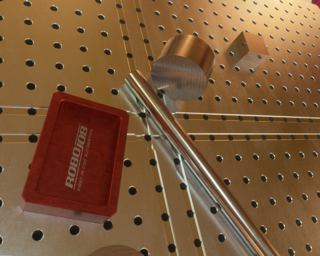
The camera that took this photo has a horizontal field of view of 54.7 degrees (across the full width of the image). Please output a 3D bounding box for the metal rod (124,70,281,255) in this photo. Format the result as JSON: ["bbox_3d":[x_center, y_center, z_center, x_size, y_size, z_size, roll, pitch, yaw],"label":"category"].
[{"bbox_3d":[0.050,0.046,0.406,0.025,0.025,0.299,-29,78,-38],"label":"metal rod"}]

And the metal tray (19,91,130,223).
[{"bbox_3d":[-0.087,0.030,0.339,0.091,0.030,0.130,16,55,-19],"label":"metal tray"}]

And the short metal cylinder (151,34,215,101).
[{"bbox_3d":[0.034,-0.085,0.443,0.080,0.080,0.050,31,52,-9],"label":"short metal cylinder"}]

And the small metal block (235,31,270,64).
[{"bbox_3d":[0.178,-0.155,0.598,0.050,0.025,0.050,6,59,-25],"label":"small metal block"}]

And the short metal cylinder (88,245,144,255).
[{"bbox_3d":[-0.046,0.150,0.275,0.081,0.050,0.080,14,56,-21],"label":"short metal cylinder"}]
